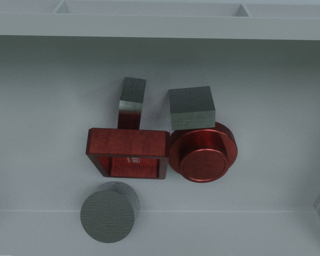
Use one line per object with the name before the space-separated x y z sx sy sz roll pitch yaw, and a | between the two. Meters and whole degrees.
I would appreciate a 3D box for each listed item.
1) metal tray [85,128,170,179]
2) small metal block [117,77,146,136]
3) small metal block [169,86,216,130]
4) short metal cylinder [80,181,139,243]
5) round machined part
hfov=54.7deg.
metal tray | -0.036 0.037 0.395 0.091 0.030 0.130 2 160 0
small metal block | -0.034 -0.025 0.370 0.025 0.050 0.050 8 130 -4
small metal block | 0.038 -0.025 0.372 0.050 0.050 0.025 -4 130 3
short metal cylinder | -0.075 0.127 0.476 0.080 0.050 0.079 0 95 5
round machined part | 0.059 0.040 0.433 0.099 0.042 0.097 -1 131 -1
